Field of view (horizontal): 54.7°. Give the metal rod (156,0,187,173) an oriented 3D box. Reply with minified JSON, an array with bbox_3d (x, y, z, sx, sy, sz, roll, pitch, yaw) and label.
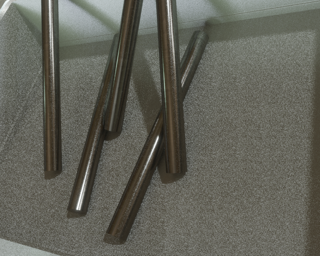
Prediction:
[{"bbox_3d":[0.011,-0.096,0.377,0.025,0.025,0.298,-6,85,25],"label":"metal rod"}]

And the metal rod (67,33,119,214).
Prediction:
[{"bbox_3d":[-0.087,-0.024,0.466,0.025,0.025,0.300,-6,59,25],"label":"metal rod"}]

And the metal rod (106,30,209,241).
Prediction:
[{"bbox_3d":[0.005,-0.005,0.406,0.025,0.025,0.300,10,67,32],"label":"metal rod"}]

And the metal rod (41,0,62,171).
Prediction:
[{"bbox_3d":[-0.164,-0.086,0.467,0.025,0.025,0.298,-6,84,25],"label":"metal rod"}]

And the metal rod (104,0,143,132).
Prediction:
[{"bbox_3d":[-0.040,-0.142,0.417,0.025,0.025,0.298,18,102,35],"label":"metal rod"}]
